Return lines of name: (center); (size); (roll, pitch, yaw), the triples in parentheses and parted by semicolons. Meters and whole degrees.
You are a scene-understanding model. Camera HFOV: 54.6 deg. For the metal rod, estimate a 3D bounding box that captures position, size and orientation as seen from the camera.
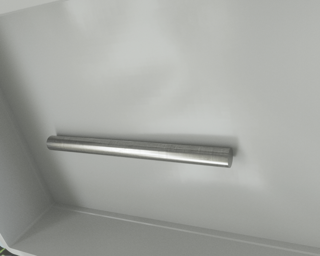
metal rod: (-0.047, 0.031, 0.452); (0.300, 0.025, 0.025); (3, 120, 27)
